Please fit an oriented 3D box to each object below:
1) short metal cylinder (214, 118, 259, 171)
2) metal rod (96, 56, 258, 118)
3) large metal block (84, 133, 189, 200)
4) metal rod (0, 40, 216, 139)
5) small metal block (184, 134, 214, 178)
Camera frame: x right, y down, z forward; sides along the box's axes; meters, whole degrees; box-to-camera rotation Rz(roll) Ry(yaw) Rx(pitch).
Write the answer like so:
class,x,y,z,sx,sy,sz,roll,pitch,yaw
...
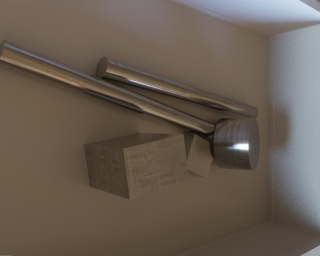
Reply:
class,x,y,z,sx,sy,sz,roll,pitch,yaw
short metal cylinder,0.120,0.024,0.477,0.080,0.050,0.079,0,89,-62
metal rod,0.048,-0.048,0.449,0.302,0.025,0.025,11,83,-40
large metal block,-0.027,0.037,0.350,0.081,0.080,0.050,-12,98,-40
metal rod,-0.035,-0.032,0.378,0.302,0.025,0.025,18,79,-39
small metal block,0.051,0.041,0.452,0.050,0.025,0.050,29,72,-37
